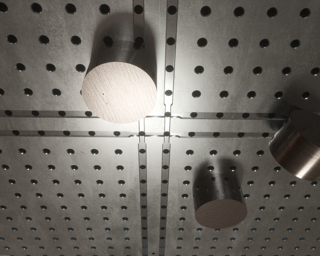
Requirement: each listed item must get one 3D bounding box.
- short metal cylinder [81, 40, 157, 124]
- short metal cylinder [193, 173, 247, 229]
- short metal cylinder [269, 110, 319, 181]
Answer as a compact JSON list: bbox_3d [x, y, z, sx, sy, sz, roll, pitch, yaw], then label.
[{"bbox_3d":[-0.043,-0.051,0.351,0.081,0.050,0.079,-1,130,0],"label":"short metal cylinder"},{"bbox_3d":[0.094,0.118,0.497,0.081,0.050,0.079,0,130,0],"label":"short metal cylinder"},{"bbox_3d":[0.190,0.021,0.397,0.081,0.080,0.050,13,129,-12],"label":"short metal cylinder"}]
